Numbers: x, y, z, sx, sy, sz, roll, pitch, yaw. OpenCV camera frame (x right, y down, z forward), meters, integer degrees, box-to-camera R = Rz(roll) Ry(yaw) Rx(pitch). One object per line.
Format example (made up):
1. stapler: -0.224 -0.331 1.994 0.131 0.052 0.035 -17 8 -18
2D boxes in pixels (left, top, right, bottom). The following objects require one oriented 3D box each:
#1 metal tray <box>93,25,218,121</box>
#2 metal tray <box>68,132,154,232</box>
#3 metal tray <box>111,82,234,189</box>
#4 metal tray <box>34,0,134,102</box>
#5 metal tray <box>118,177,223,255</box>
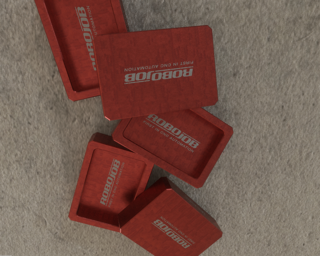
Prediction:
1. metal tray: -0.004 -0.063 0.350 0.131 0.030 0.089 -9 101 -12
2. metal tray: -0.068 0.080 0.435 0.091 0.030 0.129 17 109 -7
3. metal tray: 0.016 0.006 0.393 0.130 0.030 0.090 32 85 -12
4. metal tray: -0.081 -0.105 0.367 0.090 0.030 0.129 -12 110 4
5. metal tray: 0.016 0.139 0.439 0.090 0.030 0.130 -42 117 6
